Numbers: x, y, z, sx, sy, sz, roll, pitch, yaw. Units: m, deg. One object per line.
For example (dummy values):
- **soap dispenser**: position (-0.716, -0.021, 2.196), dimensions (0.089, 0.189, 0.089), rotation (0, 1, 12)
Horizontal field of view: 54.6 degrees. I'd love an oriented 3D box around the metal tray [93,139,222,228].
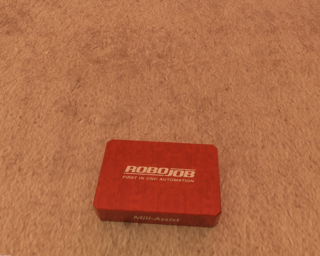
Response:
- **metal tray**: position (-0.001, 0.060, 0.350), dimensions (0.131, 0.030, 0.090), rotation (3, 50, 2)
